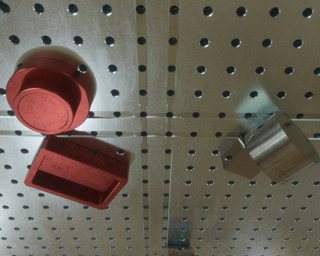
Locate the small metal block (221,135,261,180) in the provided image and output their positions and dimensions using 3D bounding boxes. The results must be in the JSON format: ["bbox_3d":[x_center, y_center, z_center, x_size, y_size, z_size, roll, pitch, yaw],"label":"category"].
[{"bbox_3d":[0.126,0.044,0.450,0.050,0.025,0.050,22,127,-18],"label":"small metal block"}]

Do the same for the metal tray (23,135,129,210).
[{"bbox_3d":[-0.124,0.071,0.466,0.131,0.030,0.089,25,126,-20],"label":"metal tray"}]

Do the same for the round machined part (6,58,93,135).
[{"bbox_3d":[-0.134,-0.030,0.373,0.099,0.042,0.097,0,130,0],"label":"round machined part"}]

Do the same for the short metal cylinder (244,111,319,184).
[{"bbox_3d":[0.156,0.025,0.398,0.080,0.080,0.050,31,123,-24],"label":"short metal cylinder"}]

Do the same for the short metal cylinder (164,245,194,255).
[{"bbox_3d":[0.035,0.274,0.609,0.050,0.080,0.079,6,130,-5],"label":"short metal cylinder"}]

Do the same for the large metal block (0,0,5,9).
[{"bbox_3d":[-0.197,-0.126,0.286,0.080,0.050,0.080,32,123,-25],"label":"large metal block"}]
